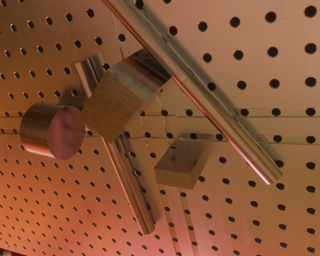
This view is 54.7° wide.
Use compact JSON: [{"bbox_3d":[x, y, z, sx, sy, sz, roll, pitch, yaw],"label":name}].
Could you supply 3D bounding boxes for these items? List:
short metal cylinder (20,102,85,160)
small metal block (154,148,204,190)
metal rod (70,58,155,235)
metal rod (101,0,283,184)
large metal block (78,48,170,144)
[{"bbox_3d":[-0.156,0.004,0.458,0.050,0.080,0.079,9,122,23],"label":"short metal cylinder"},{"bbox_3d":[0.027,0.053,0.413,0.050,0.050,0.025,5,121,25],"label":"small metal block"},{"bbox_3d":[-0.063,0.042,0.468,0.025,0.025,0.298,-4,117,30],"label":"metal rod"},{"bbox_3d":[0.037,-0.050,0.359,0.300,0.025,0.025,47,129,-6],"label":"metal rod"},{"bbox_3d":[-0.039,-0.039,0.371,0.050,0.080,0.080,42,129,-1],"label":"large metal block"}]
